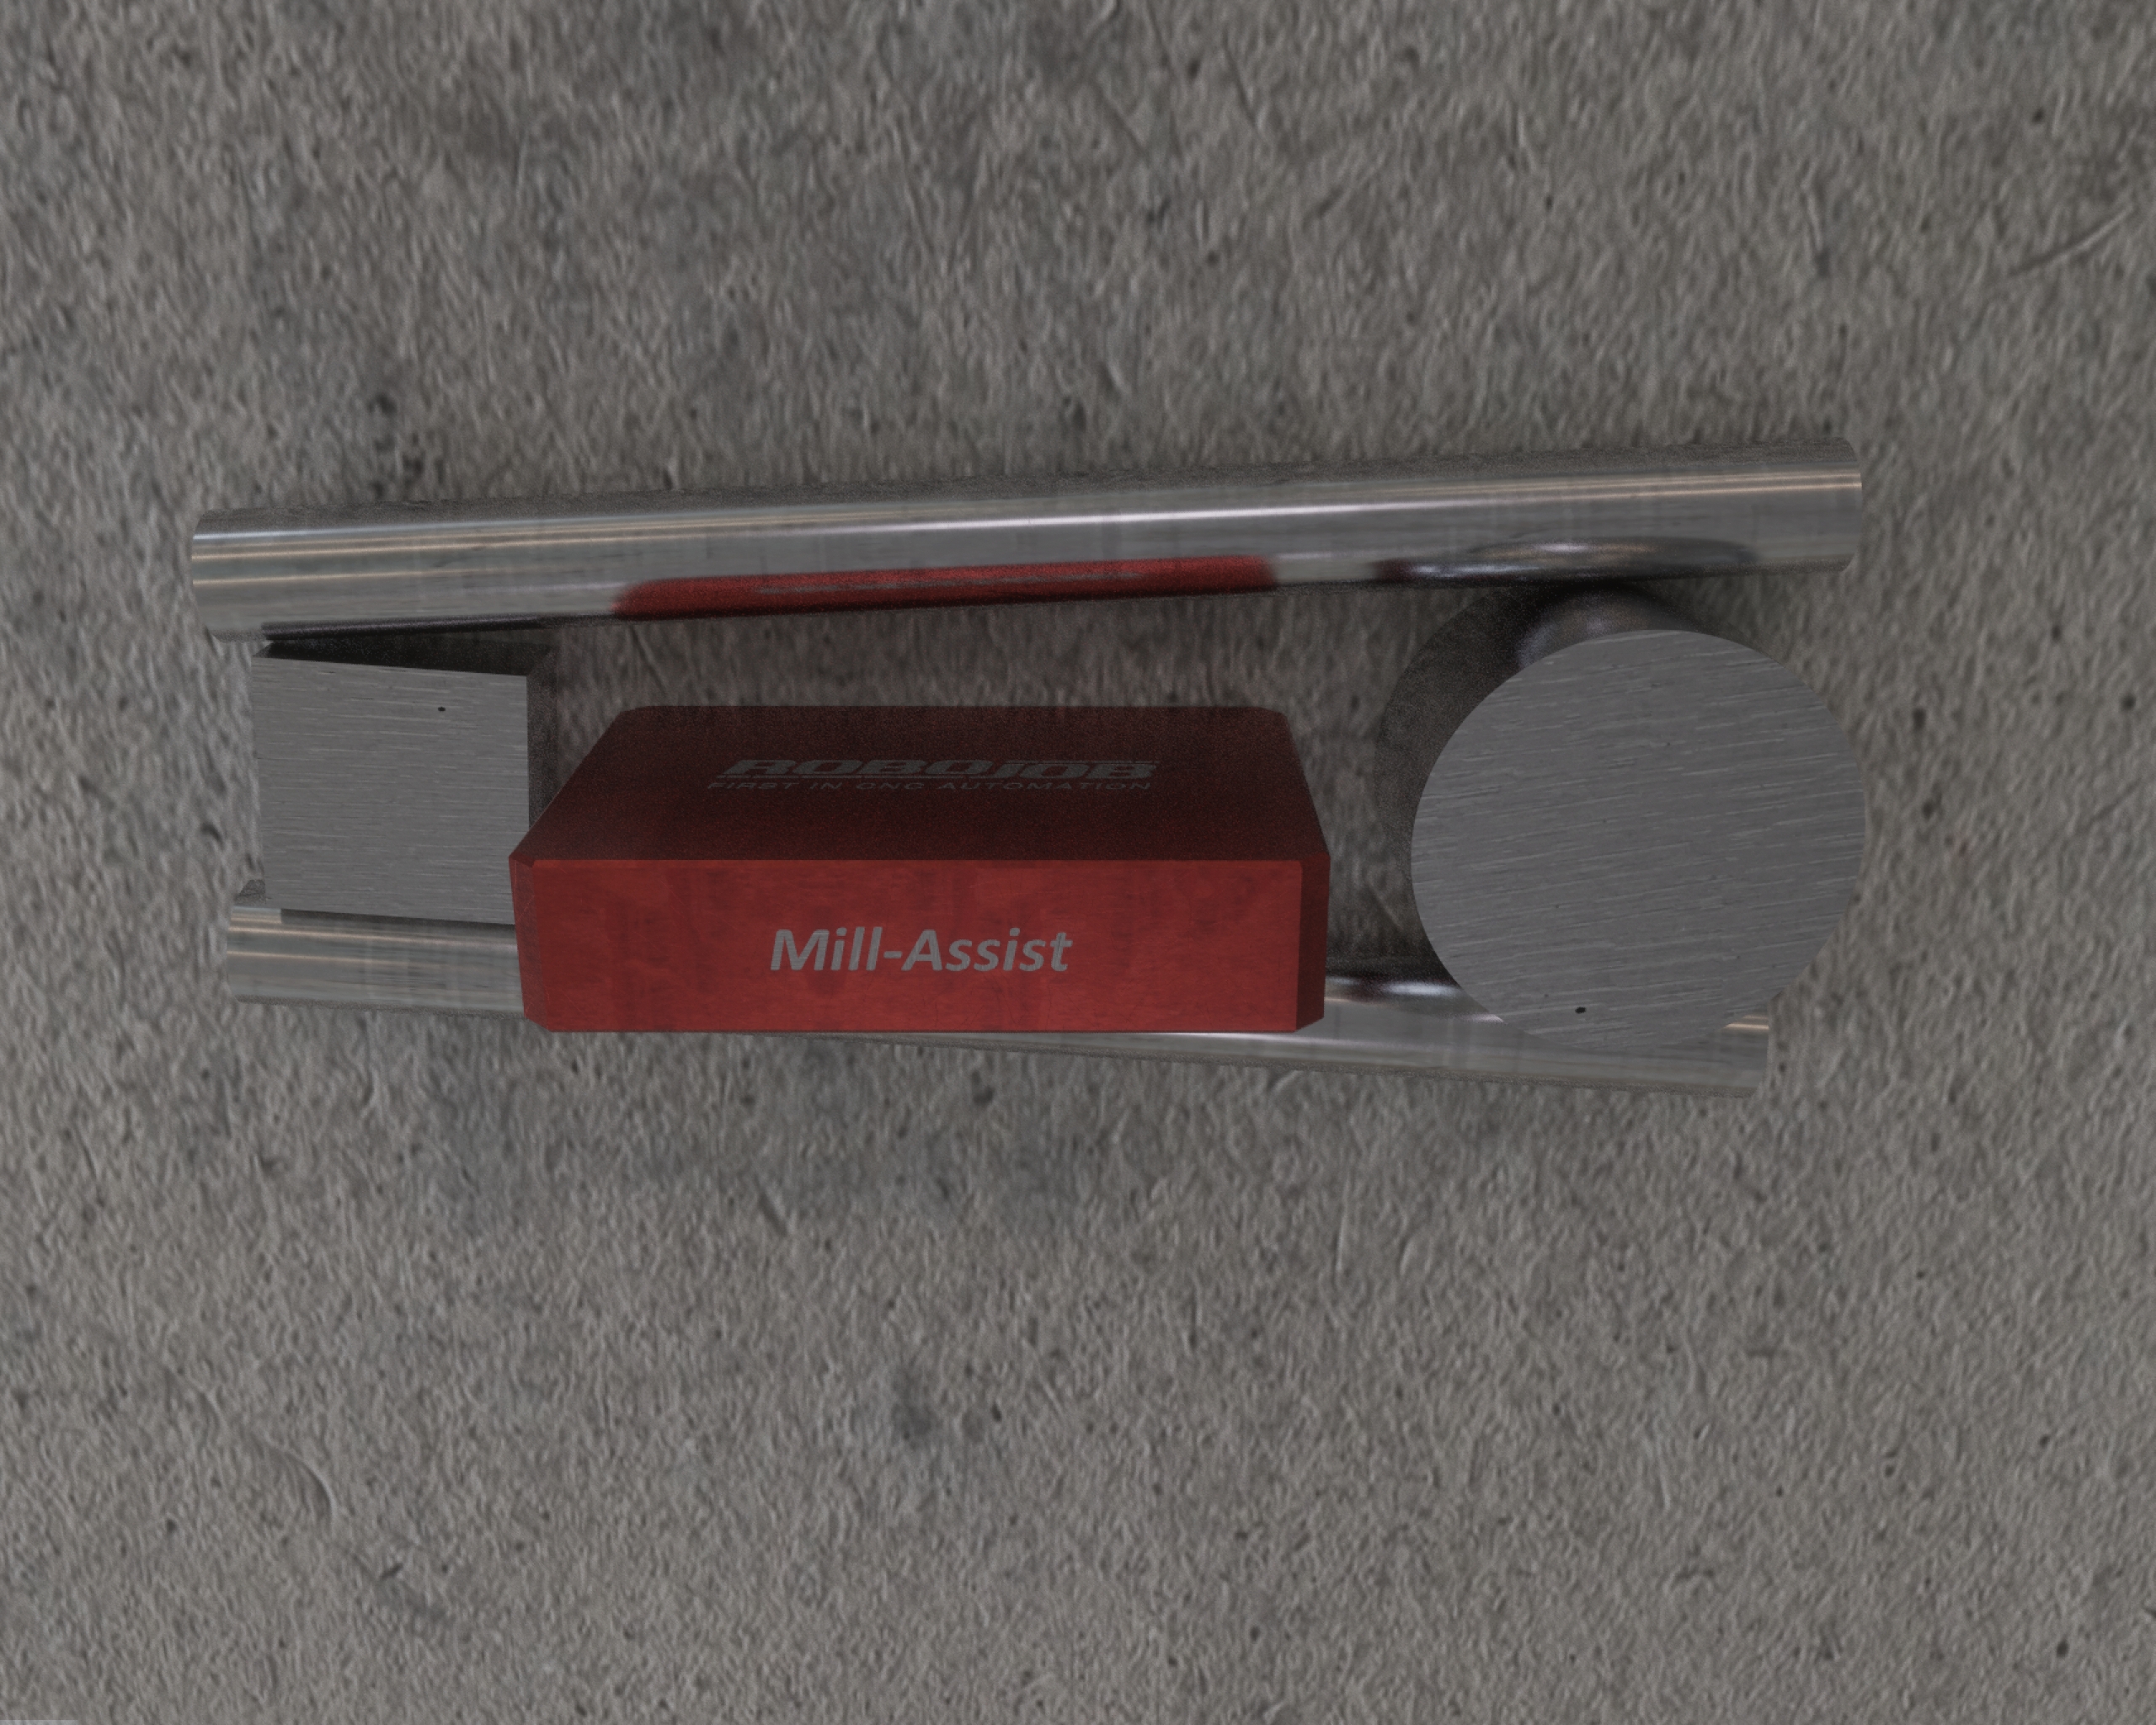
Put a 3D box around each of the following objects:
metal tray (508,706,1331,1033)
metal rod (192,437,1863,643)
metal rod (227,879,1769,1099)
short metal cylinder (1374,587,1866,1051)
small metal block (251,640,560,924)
[{"bbox_3d":[-0.025,-0.002,0.374,0.131,0.090,0.030,0,110,0],"label":"metal tray"},{"bbox_3d":[-0.009,-0.060,0.389,0.302,0.025,0.025,-2,110,0],"label":"metal rod"},{"bbox_3d":[-0.014,0.026,0.420,0.302,0.025,0.025,4,110,-2],"label":"metal rod"},{"bbox_3d":[0.099,-0.011,0.394,0.081,0.050,0.079,0,110,0],"label":"short metal cylinder"},{"bbox_3d":[-0.129,-0.017,0.404,0.050,0.025,0.050,4,110,-2],"label":"small metal block"}]
